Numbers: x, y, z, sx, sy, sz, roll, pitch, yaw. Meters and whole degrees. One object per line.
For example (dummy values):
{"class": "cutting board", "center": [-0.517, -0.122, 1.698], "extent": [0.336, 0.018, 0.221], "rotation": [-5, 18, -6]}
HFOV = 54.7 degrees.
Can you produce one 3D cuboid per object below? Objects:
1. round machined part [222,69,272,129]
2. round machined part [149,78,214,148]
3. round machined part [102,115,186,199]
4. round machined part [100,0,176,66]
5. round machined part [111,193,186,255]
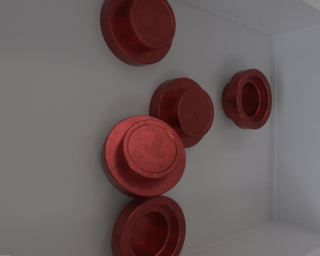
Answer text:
{"class": "round machined part", "center": [0.140, -0.046, 0.513], "extent": [0.099, 0.042, 0.097], "rotation": [0, 90, -40]}
{"class": "round machined part", "center": [0.037, -0.021, 0.426], "extent": [0.099, 0.042, 0.097], "rotation": [0, 90, -40]}
{"class": "round machined part", "center": [-0.015, 0.029, 0.357], "extent": [0.099, 0.042, 0.098], "rotation": [8, 65, -18]}
{"class": "round machined part", "center": [-0.019, -0.127, 0.379], "extent": [0.099, 0.042, 0.097], "rotation": [0, 90, -40]}
{"class": "round machined part", "center": [-0.018, 0.129, 0.380], "extent": [0.099, 0.042, 0.097], "rotation": [-1, 91, -40]}
